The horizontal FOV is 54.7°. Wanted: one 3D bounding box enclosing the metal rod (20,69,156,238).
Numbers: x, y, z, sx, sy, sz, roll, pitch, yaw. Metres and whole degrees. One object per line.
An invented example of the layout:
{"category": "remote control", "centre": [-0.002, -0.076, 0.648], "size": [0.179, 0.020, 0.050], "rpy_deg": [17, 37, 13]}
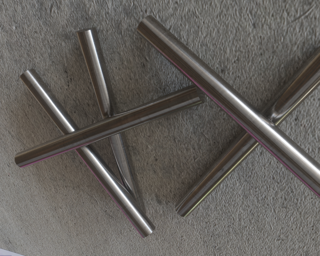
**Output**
{"category": "metal rod", "centre": [-0.107, 0.039, 0.465], "size": [0.025, 0.025, 0.299], "rpy_deg": [-36, 92, 38]}

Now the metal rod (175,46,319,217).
{"category": "metal rod", "centre": [0.097, 0.025, 0.370], "size": [0.025, 0.025, 0.298], "rpy_deg": [36, 129, 4]}

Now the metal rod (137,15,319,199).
{"category": "metal rod", "centre": [0.090, -0.013, 0.322], "size": [0.300, 0.025, 0.025], "rpy_deg": [44, 130, 9]}

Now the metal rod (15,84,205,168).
{"category": "metal rod", "centre": [-0.083, 0.004, 0.417], "size": [0.300, 0.025, 0.025], "rpy_deg": [-19, 109, 24]}

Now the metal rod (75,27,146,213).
{"category": "metal rod", "centre": [-0.063, 0.010, 0.446], "size": [0.025, 0.025, 0.298], "rpy_deg": [2, 120, 27]}
